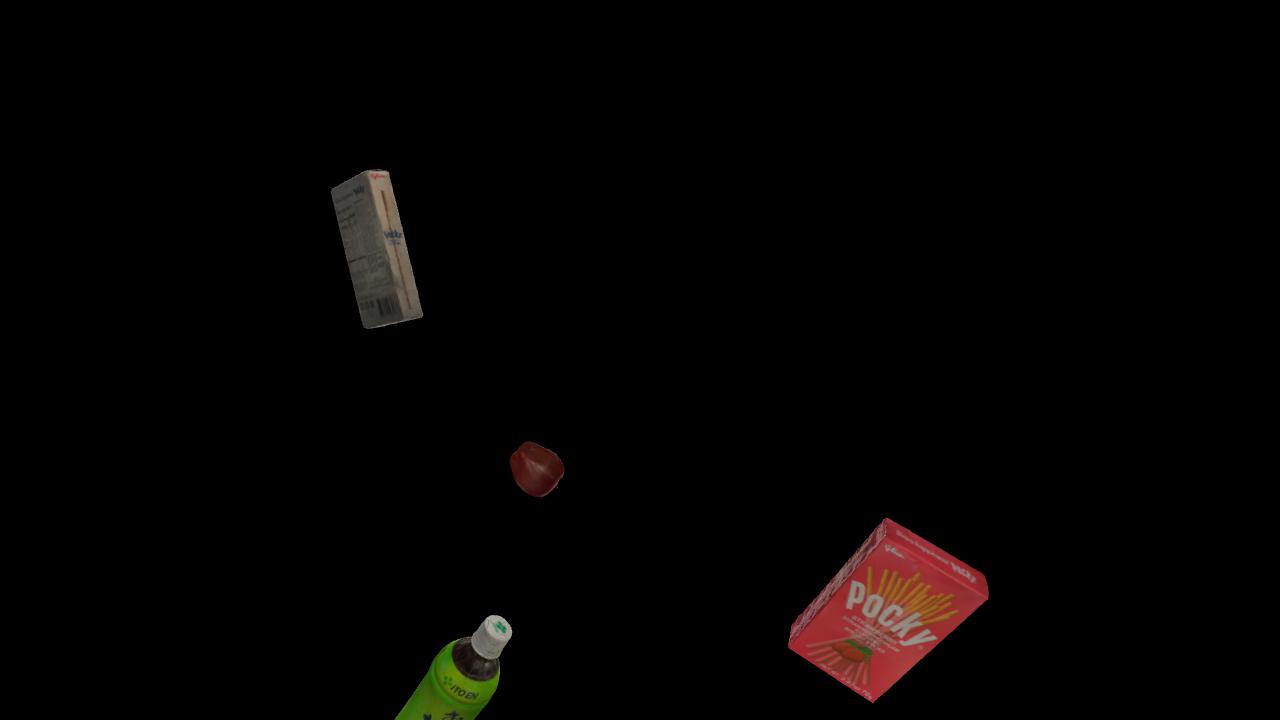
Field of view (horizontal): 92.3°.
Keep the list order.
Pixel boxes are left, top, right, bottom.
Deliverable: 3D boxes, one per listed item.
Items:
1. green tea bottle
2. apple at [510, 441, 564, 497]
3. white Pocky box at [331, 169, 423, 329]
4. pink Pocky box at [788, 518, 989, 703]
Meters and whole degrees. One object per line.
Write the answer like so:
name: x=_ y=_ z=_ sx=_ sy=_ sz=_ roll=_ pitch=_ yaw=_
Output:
green tea bottle: x=-0.194 y=0.339 z=0.608 sx=0.073 sy=0.212 sz=0.073 roll=31 pitch=13 yaw=-8
apple: x=-0.168 y=0.179 z=1.002 sx=0.093 sy=0.079 sz=0.079 roll=45 pitch=5 yaw=-5
white Pocky box: x=-0.279 y=-0.113 z=0.650 sx=0.084 sy=0.154 sz=0.028 roll=-5 pitch=9 yaw=40
pink Pocky box: x=0.193 y=0.205 z=0.496 sx=0.084 sy=0.155 sz=0.029 roll=31 pitch=31 yaw=9
